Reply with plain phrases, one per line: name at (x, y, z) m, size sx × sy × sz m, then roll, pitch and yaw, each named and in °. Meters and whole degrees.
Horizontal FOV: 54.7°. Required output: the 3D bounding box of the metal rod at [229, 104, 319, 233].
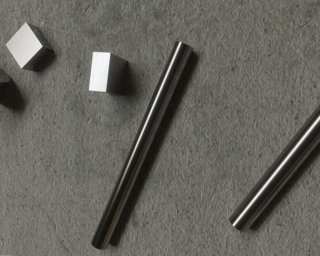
metal rod at (0.177, -0.003, 0.346) m, size 0.025 × 0.025 × 0.299 m, roll 38°, pitch 102°, yaw 16°

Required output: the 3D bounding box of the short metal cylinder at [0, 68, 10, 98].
short metal cylinder at (-0.285, -0.073, 0.480) m, size 0.080 × 0.080 × 0.050 m, roll 38°, pitch 102°, yaw 16°

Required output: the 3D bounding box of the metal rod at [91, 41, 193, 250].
metal rod at (-0.027, 0.029, 0.418) m, size 0.025 × 0.025 × 0.298 m, roll 26°, pitch 98°, yaw 18°

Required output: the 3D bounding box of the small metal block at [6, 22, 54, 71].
small metal block at (-0.202, -0.125, 0.480) m, size 0.050 × 0.025 × 0.050 m, roll -39°, pitch 78°, yaw 15°

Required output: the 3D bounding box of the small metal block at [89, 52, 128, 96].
small metal block at (-0.069, -0.072, 0.420) m, size 0.025 × 0.050 × 0.050 m, roll 8°, pitch 93°, yaw 20°
